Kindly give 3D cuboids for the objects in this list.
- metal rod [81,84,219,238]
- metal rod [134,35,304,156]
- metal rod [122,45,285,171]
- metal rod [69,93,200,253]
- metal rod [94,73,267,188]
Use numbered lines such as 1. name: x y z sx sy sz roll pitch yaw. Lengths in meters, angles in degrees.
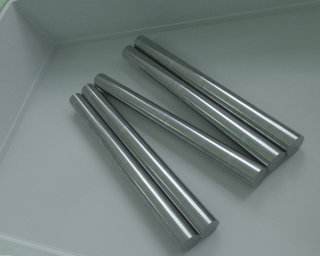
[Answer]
1. metal rod: -0.032 0.021 0.409 0.025 0.025 0.300 -44 51 -2
2. metal rod: 0.054 -0.061 0.413 0.025 0.025 0.300 -45 51 -3
3. metal rod: 0.035 -0.044 0.413 0.025 0.025 0.300 -45 51 -3
4. metal rod: -0.052 0.036 0.410 0.025 0.025 0.300 -44 51 -2
5. metal rod: 0.003 -0.013 0.411 0.300 0.025 0.025 33 80 38
